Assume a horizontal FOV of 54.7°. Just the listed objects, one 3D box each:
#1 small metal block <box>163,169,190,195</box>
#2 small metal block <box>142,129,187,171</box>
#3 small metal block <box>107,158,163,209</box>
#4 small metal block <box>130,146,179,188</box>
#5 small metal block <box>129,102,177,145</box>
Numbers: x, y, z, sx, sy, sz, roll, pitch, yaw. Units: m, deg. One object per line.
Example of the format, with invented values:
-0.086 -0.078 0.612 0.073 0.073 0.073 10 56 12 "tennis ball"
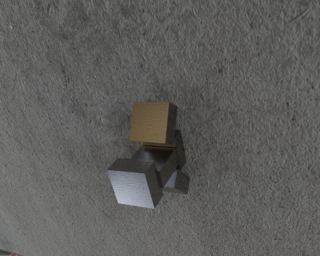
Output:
0.008 0.073 0.431 0.050 0.025 0.050 2 160 27 "small metal block"
0.005 0.029 0.423 0.050 0.025 0.050 2 120 26 "small metal block"
-0.029 0.064 0.365 0.050 0.025 0.050 1 119 27 "small metal block"
-0.011 0.048 0.393 0.050 0.050 0.025 3 120 26 "small metal block"
-0.008 -0.006 0.392 0.050 0.025 0.050 3 84 27 "small metal block"
